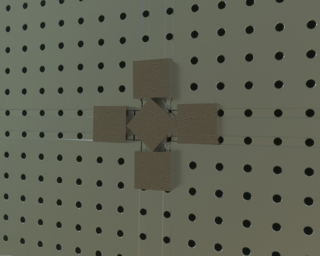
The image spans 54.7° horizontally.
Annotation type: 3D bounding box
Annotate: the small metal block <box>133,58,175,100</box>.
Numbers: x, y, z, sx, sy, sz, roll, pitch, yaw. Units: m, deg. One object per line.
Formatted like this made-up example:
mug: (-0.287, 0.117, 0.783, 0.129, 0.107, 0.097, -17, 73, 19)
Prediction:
small metal block: (-0.008, -0.064, 0.414, 0.050, 0.025, 0.050, -1, 90, 19)

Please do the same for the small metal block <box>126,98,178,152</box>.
small metal block: (-0.007, -0.005, 0.414, 0.050, 0.025, 0.050, 44, 103, 14)

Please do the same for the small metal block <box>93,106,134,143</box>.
small metal block: (-0.065, -0.005, 0.434, 0.050, 0.025, 0.050, 2, 91, 19)

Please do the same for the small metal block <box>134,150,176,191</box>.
small metal block: (-0.006, 0.056, 0.414, 0.050, 0.025, 0.050, 0, 90, 19)

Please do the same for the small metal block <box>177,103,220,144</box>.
small metal block: (0.049, -0.005, 0.394, 0.050, 0.025, 0.050, 0, 90, 19)
